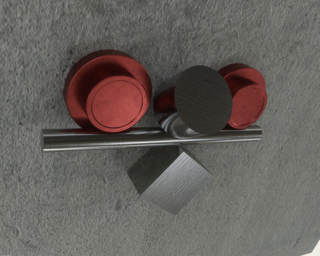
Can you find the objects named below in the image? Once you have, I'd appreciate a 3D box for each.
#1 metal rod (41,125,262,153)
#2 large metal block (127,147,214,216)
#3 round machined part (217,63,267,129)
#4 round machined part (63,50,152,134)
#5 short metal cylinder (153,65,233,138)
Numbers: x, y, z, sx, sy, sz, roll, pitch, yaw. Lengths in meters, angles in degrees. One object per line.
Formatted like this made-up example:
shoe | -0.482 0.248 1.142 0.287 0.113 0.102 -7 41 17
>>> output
metal rod | 0.011 0.011 0.393 0.303 0.025 0.025 -1 119 -28
large metal block | 0.015 0.066 0.439 0.080 0.050 0.080 -46 129 4
round machined part | 0.110 -0.037 0.434 0.099 0.042 0.097 -14 124 -21
round machined part | -0.053 -0.034 0.346 0.099 0.042 0.097 -14 124 -21
short metal cylinder | 0.039 -0.029 0.372 0.081 0.050 0.080 4 81 -27
